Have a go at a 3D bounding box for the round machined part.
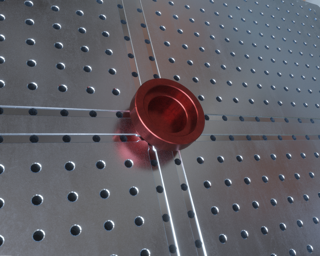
[{"bbox_3d":[0.006,-0.014,0.407,0.099,0.042,0.098,13,56,-21],"label":"round machined part"}]
